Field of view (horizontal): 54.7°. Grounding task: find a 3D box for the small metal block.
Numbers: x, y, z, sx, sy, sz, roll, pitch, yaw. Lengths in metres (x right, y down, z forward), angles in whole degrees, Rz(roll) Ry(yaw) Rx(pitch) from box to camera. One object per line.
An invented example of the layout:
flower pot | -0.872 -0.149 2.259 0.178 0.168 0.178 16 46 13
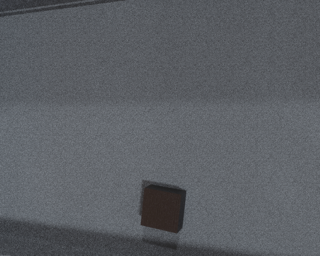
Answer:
small metal block | 0.005 0.105 0.408 0.050 0.025 0.050 7 92 19
